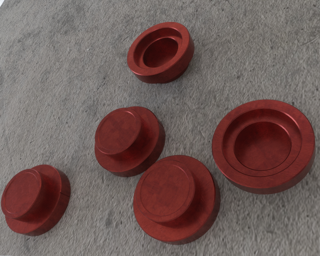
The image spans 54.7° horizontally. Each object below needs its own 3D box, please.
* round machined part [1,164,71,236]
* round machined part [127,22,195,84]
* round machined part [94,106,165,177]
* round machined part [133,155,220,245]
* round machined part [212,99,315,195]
[{"bbox_3d":[-0.177,0.095,0.428,0.098,0.042,0.098,-13,56,21],"label":"round machined part"},{"bbox_3d":[0.005,-0.105,0.455,0.098,0.042,0.098,-13,56,21],"label":"round machined part"},{"bbox_3d":[-0.046,0.012,0.410,0.098,0.042,0.098,-13,56,21],"label":"round machined part"},{"bbox_3d":[0.013,0.074,0.341,0.098,0.042,0.098,-13,56,21],"label":"round machined part"},{"bbox_3d":[0.108,0.022,0.323,0.098,0.042,0.098,-13,56,21],"label":"round machined part"}]
